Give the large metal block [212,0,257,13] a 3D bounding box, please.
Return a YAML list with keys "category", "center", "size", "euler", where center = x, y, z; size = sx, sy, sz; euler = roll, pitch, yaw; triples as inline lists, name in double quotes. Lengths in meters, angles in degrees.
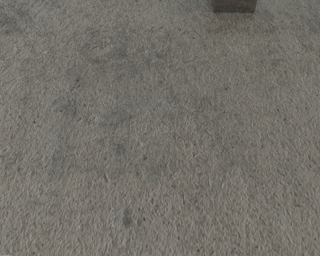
- category: "large metal block"
  center: [0.146, -0.275, 0.619]
  size: [0.080, 0.050, 0.080]
  euler: [0, 50, 0]
